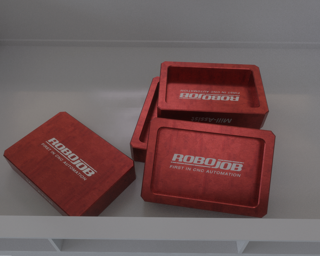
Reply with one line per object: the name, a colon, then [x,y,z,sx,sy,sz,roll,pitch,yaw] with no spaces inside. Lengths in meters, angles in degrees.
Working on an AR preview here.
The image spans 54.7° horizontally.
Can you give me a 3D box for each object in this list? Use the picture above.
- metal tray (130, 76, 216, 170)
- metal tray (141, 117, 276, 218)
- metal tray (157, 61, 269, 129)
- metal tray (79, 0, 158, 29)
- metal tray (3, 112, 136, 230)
metal tray: [0.021,-0.010,0.410,0.090,0.030,0.130,10,51,8]
metal tray: [0.050,0.041,0.336,0.131,0.030,0.089,7,88,5]
metal tray: [0.064,-0.044,0.399,0.131,0.030,0.090,3,50,2]
metal tray: [-0.078,-0.239,0.604,0.131,0.030,0.090,12,51,10]
metal tray: [-0.105,0.043,0.365,0.130,0.030,0.090,32,57,24]
